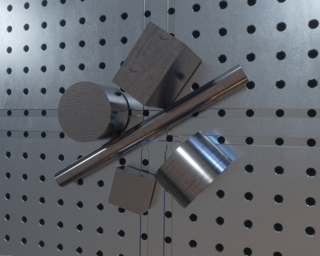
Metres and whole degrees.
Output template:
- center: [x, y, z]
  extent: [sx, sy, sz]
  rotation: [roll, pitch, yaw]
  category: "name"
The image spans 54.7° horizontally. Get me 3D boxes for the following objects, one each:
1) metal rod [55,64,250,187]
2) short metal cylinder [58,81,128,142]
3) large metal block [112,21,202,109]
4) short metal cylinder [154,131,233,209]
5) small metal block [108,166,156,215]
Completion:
- center: [-0.023, 0.005, 0.417]
  extent: [0.300, 0.025, 0.025]
  rotation: [-30, 80, 17]
  category: "metal rod"
- center: [-0.091, -0.021, 0.427]
  extent: [0.080, 0.050, 0.079]
  rotation: [0, 90, 20]
  category: "short metal cylinder"
- center: [-0.001, -0.072, 0.380]
  extent: [0.050, 0.080, 0.080]
  rotation: [38, 102, 16]
  category: "large metal block"
- center: [0.039, 0.049, 0.366]
  extent: [0.050, 0.080, 0.080]
  rotation: [45, 104, 14]
  category: "short metal cylinder"
- center: [-0.038, 0.084, 0.422]
  extent: [0.050, 0.025, 0.050]
  rotation: [16, 95, 19]
  category: "small metal block"
